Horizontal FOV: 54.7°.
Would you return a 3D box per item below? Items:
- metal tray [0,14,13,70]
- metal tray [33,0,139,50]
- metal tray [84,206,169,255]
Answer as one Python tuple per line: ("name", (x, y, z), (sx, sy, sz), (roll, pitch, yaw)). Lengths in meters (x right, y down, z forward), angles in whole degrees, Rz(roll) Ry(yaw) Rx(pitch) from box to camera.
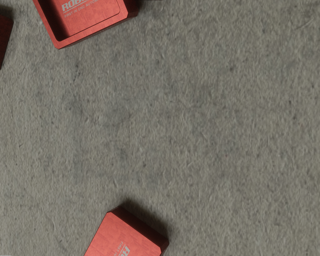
("metal tray", (-0.314, -0.156, 0.514), (0.130, 0.030, 0.089), (21, 97, 18))
("metal tray", (-0.104, -0.170, 0.414), (0.130, 0.030, 0.090), (-14, 107, 27))
("metal tray", (-0.057, 0.187, 0.425), (0.090, 0.030, 0.129), (31, 100, 17))
